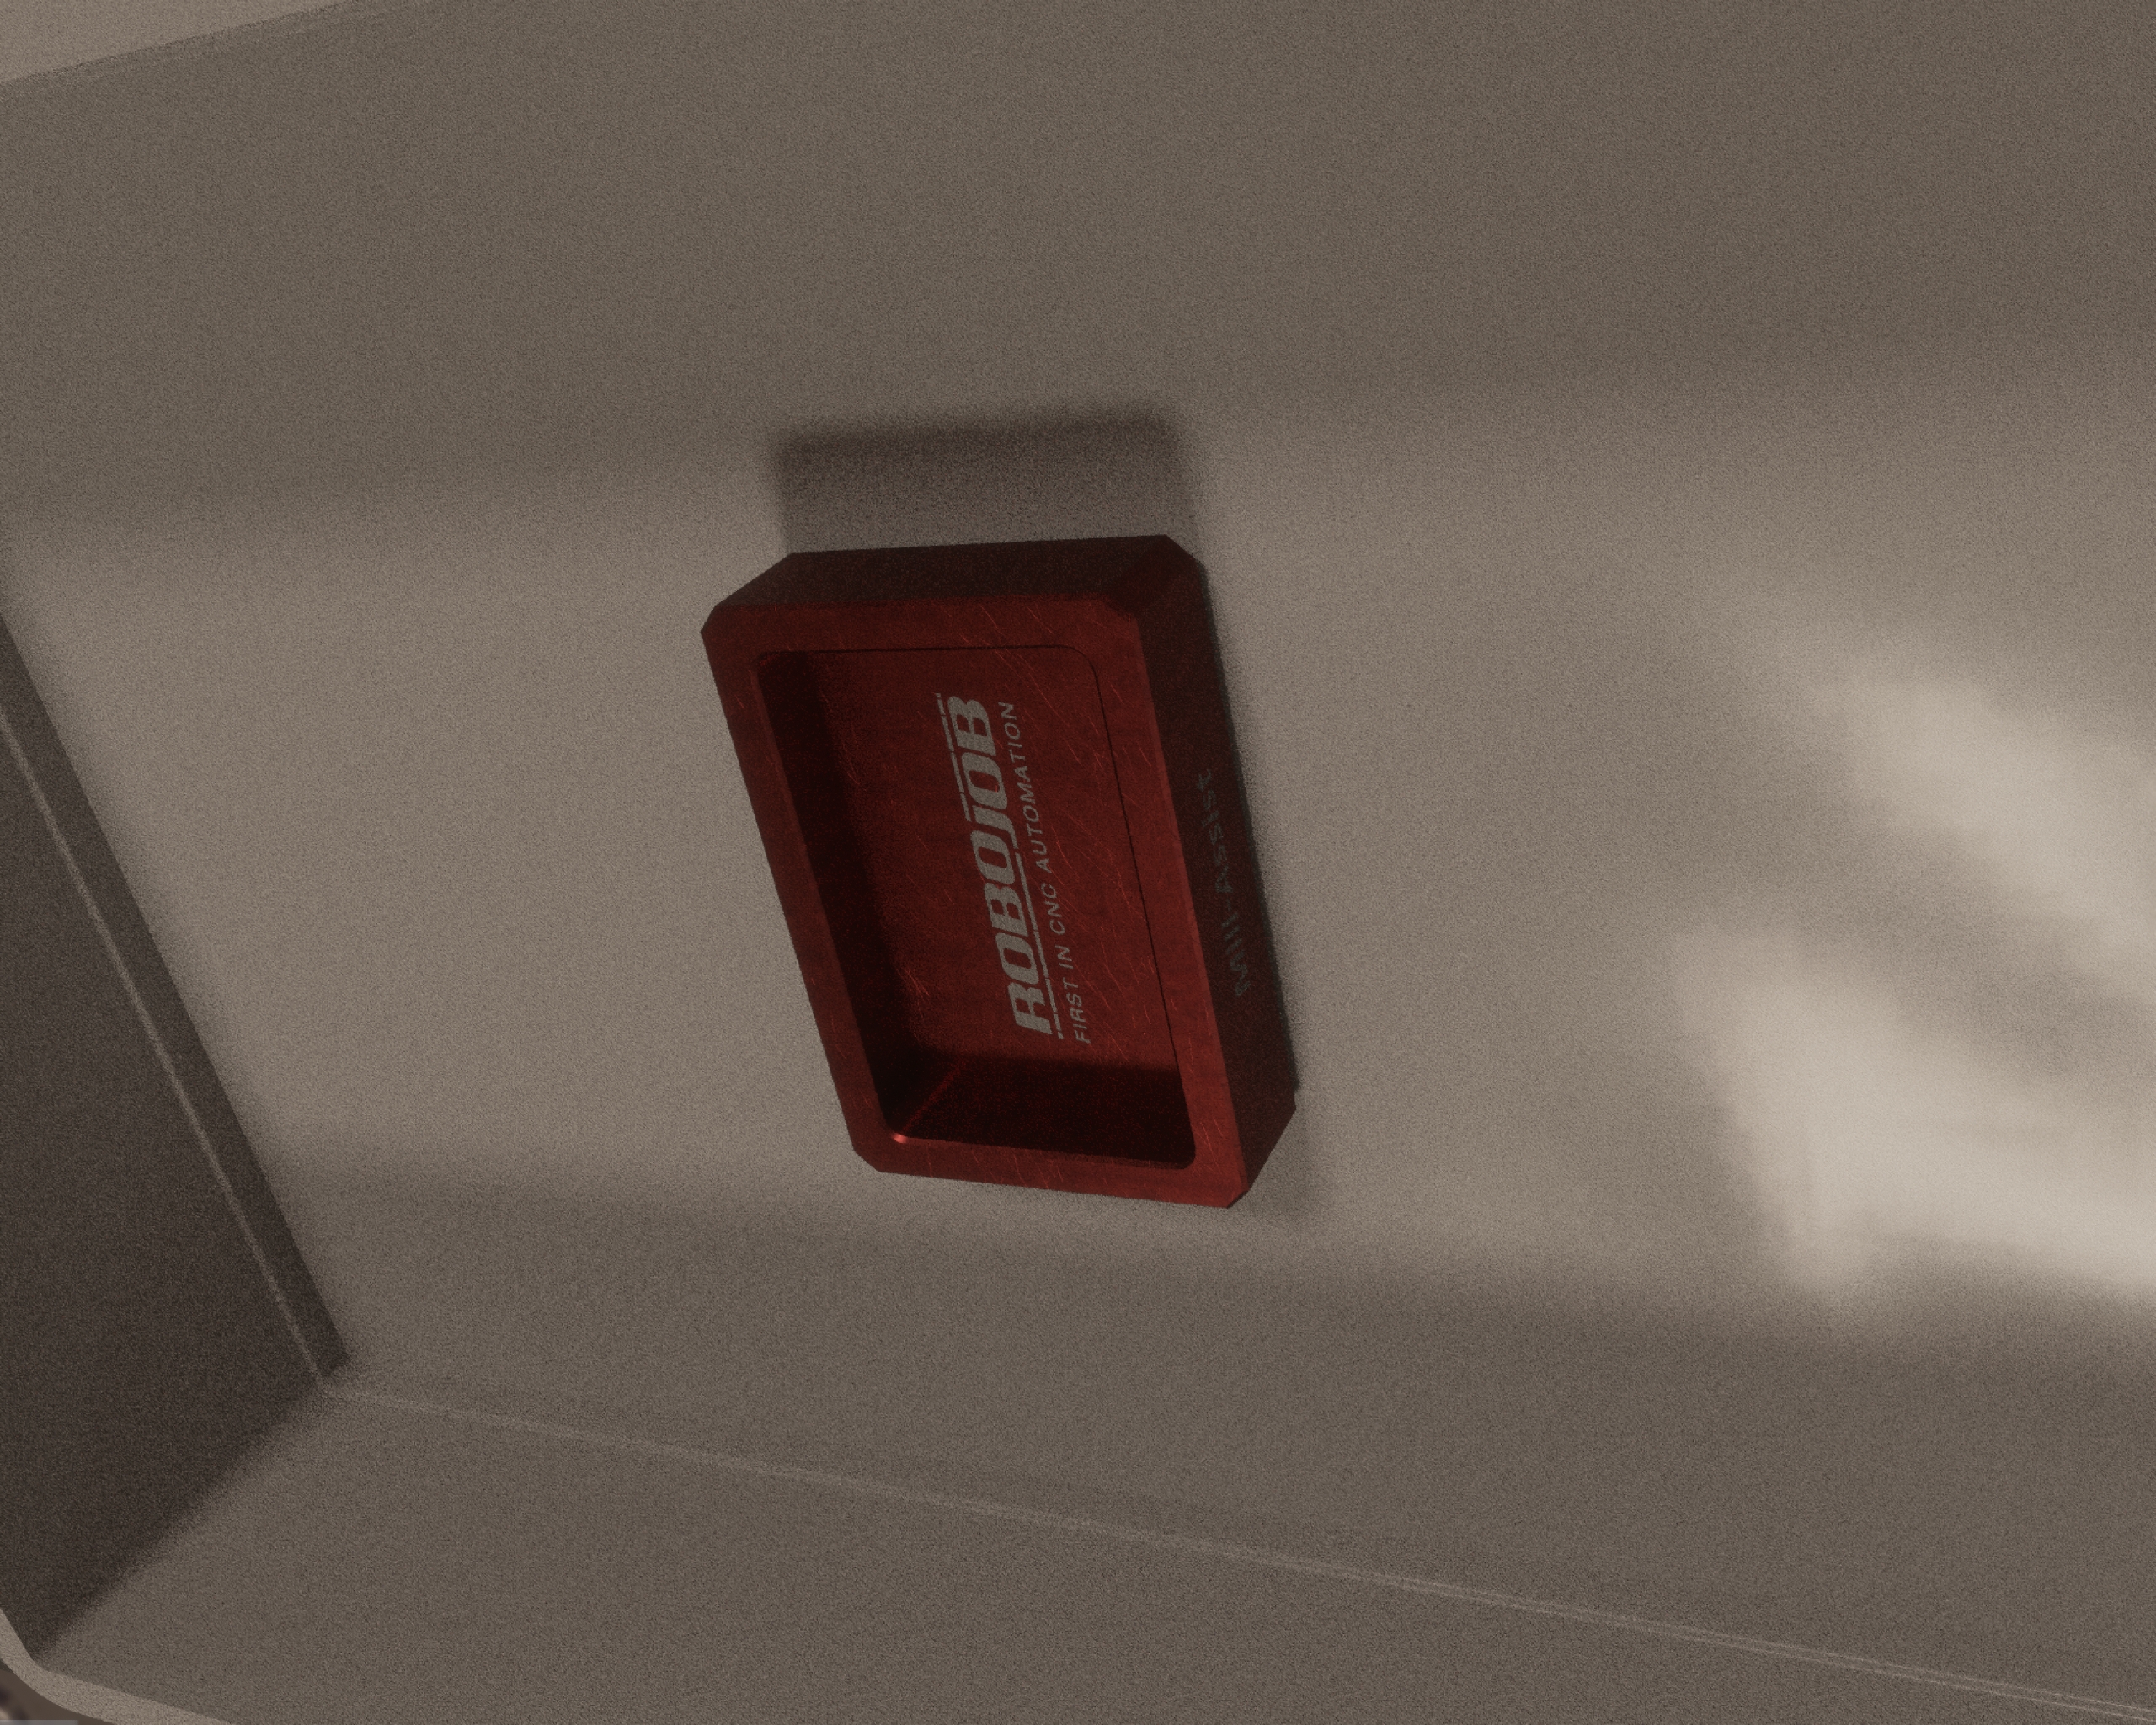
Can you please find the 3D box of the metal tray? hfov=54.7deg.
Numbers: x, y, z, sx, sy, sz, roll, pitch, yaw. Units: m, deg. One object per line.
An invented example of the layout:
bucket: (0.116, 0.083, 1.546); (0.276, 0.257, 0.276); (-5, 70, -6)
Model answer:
metal tray: (-0.013, 0.003, 0.409); (0.090, 0.030, 0.129); (1, 119, 26)
